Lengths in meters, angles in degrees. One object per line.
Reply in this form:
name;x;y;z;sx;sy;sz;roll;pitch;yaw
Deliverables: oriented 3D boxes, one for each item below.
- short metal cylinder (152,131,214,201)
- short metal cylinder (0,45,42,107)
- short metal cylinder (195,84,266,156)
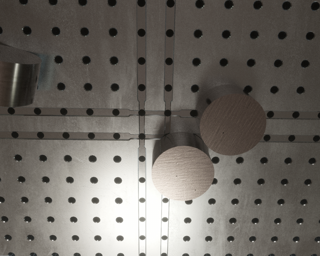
short metal cylinder;0.029;0.051;0.419;0.081;0.050;0.079;0;110;-1
short metal cylinder;-0.184;-0.063;0.358;0.080;0.080;0.050;15;109;-6
short metal cylinder;0.088;-0.011;0.397;0.081;0.050;0.079;0;110;-1
